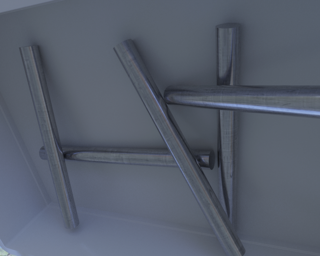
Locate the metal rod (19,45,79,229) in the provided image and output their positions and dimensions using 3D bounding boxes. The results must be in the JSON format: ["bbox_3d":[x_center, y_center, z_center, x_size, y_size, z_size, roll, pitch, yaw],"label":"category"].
[{"bbox_3d":[-0.167,0.025,0.482,0.025,0.025,0.298,3,111,26],"label":"metal rod"}]

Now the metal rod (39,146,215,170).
[{"bbox_3d":[-0.066,0.042,0.467,0.300,0.025,0.025,0,118,28],"label":"metal rod"}]

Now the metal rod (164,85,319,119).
[{"bbox_3d":[0.101,-0.023,0.257,0.300,0.025,0.025,11,128,54],"label":"metal rod"}]

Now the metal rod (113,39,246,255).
[{"bbox_3d":[0.027,0.030,0.383,0.025,0.025,0.299,-25,97,36],"label":"metal rod"}]

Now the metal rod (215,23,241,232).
[{"bbox_3d":[0.083,0.028,0.380,0.025,0.025,0.298,7,122,24],"label":"metal rod"}]
